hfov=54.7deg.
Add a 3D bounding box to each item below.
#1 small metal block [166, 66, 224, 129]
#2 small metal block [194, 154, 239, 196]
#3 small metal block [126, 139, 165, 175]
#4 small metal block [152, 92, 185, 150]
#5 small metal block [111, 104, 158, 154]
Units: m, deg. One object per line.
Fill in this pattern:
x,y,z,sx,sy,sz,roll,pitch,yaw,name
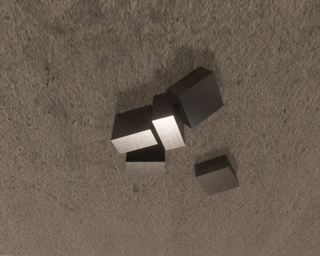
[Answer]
0.042,-0.036,0.363,0.050,0.025,0.050,-36,129,-13,small metal block
0.086,0.072,0.470,0.050,0.025,0.050,-21,127,17,small metal block
-0.019,0.037,0.422,0.050,0.050,0.025,0,130,-1,small metal block
0.011,-0.009,0.383,0.025,0.050,0.050,-14,129,13,small metal block
-0.031,0.001,0.391,0.050,0.050,0.025,-16,129,12,small metal block
